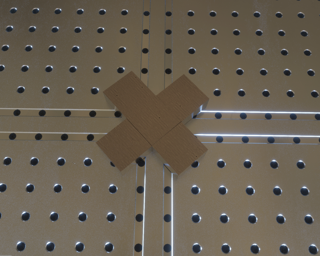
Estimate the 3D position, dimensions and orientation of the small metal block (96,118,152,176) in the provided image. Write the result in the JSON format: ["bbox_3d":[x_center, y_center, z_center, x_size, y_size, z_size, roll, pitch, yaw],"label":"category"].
[{"bbox_3d":[-0.046,0.025,0.402,0.050,0.025,0.050,-39,75,-13],"label":"small metal block"}]

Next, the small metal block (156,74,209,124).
[{"bbox_3d":[0.030,-0.037,0.425,0.050,0.025,0.050,-39,75,-13],"label":"small metal block"}]

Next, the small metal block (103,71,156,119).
[{"bbox_3d":[-0.041,-0.042,0.426,0.050,0.025,0.050,-39,75,-13],"label":"small metal block"}]

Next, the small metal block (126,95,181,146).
[{"bbox_3d":[-0.008,-0.007,0.413,0.050,0.025,0.050,-39,75,-13],"label":"small metal block"}]

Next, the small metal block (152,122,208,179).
[{"bbox_3d":[0.025,0.029,0.401,0.050,0.025,0.050,-39,75,-13],"label":"small metal block"}]
